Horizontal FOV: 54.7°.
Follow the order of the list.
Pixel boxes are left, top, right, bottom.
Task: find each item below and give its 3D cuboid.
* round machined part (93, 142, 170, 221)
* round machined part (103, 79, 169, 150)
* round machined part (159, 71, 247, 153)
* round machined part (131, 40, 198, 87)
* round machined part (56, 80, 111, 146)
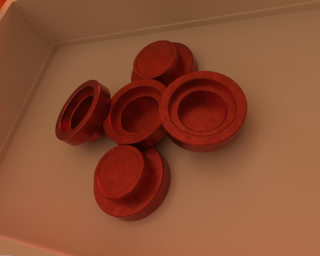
[{"bbox_3d":[-0.041,0.059,0.378,0.098,0.042,0.098,-13,56,21],"label":"round machined part"},{"bbox_3d":[-0.023,-0.014,0.413,0.098,0.042,0.098,-13,56,21],"label":"round machined part"},{"bbox_3d":[0.050,-0.016,0.365,0.098,0.042,0.098,-4,63,8],"label":"round machined part"},{"bbox_3d":[0.001,-0.087,0.445,0.098,0.042,0.098,-13,56,21],"label":"round machined part"},{"bbox_3d":[-0.103,-0.018,0.448,0.098,0.042,0.098,-28,45,32],"label":"round machined part"}]
